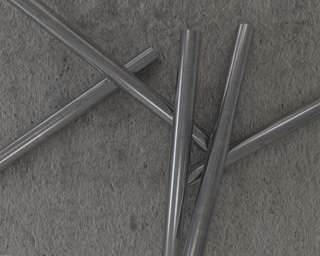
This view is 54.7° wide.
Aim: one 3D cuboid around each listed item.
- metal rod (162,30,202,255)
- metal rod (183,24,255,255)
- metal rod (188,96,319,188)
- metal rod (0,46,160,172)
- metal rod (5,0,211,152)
[{"bbox_3d":[0.025,0.035,0.383,0.025,0.025,0.298,4,101,0],"label":"metal rod"},{"bbox_3d":[0.076,0.011,0.389,0.025,0.025,0.299,15,82,0],"label":"metal rod"},{"bbox_3d":[0.166,-0.004,0.410,0.301,0.025,0.025,-28,90,0],"label":"metal rod"},{"bbox_3d":[-0.130,-0.012,0.408,0.301,0.025,0.025,-35,90,0],"label":"metal rod"},{"bbox_3d":[-0.053,-0.067,0.382,0.301,0.025,0.025,37,90,-11],"label":"metal rod"}]
